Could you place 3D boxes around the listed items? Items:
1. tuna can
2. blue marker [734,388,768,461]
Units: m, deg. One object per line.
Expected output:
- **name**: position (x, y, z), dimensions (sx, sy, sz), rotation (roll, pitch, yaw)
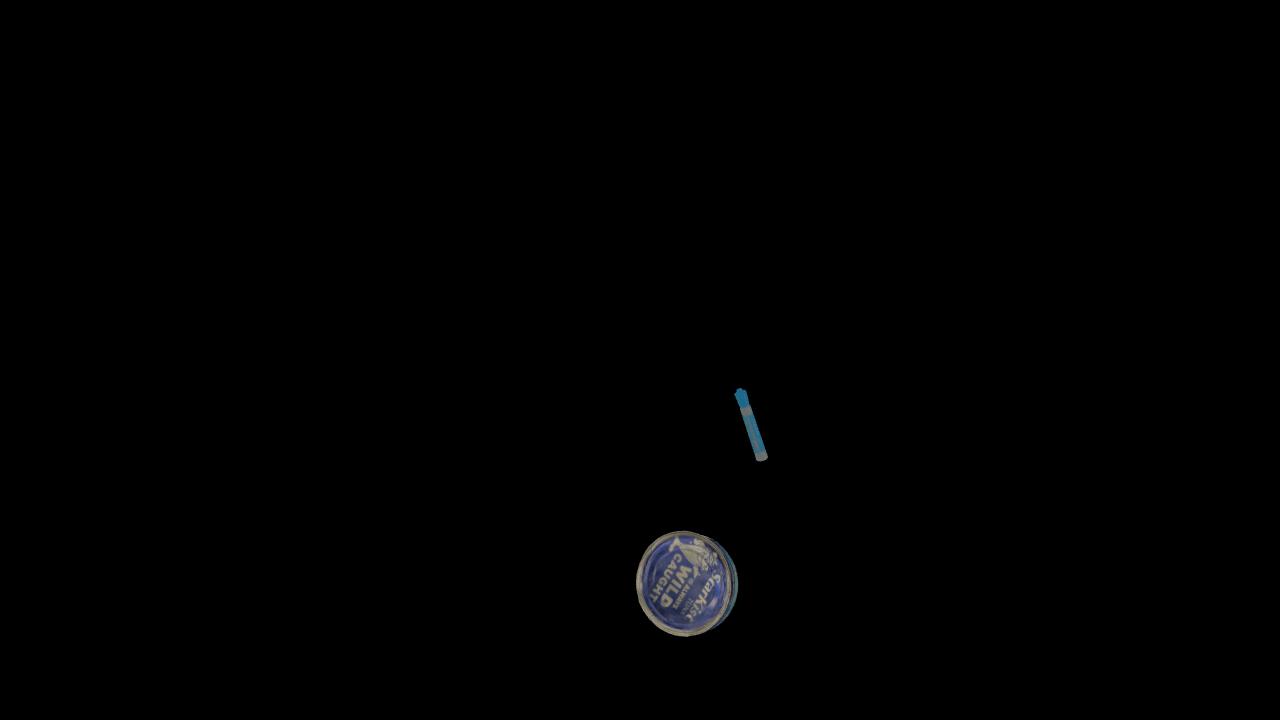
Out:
- **tuna can**: position (0.041, 0.192, 0.530), dimensions (0.084, 0.084, 0.034), rotation (0, -19, 23)
- **blue marker**: position (0.170, 0.099, 0.942), dimensions (0.020, 0.121, 0.020), rotation (-19, 14, 5)
